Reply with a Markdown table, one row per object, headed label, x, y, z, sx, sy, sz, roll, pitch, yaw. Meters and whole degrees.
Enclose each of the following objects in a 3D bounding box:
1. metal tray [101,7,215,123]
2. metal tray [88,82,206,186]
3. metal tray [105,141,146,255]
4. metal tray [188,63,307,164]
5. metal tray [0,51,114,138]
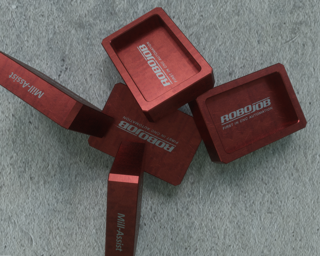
| label | x | y | z | sx | sy | sz | roll | pitch | yaw |
| --- | --- | --- | --- | --- | --- | --- | --- | --- | --- |
| metal tray | -0.005 | -0.081 | 0.379 | 0.090 | 0.030 | 0.130 | -31 | 61 | -1 |
| metal tray | -0.016 | 0.008 | 0.408 | 0.131 | 0.030 | 0.090 | 26 | 90 | -1 |
| metal tray | -0.039 | 0.091 | 0.359 | 0.030 | 0.090 | 0.129 | 6 | 111 | 0 |
| metal tray | 0.112 | -0.019 | 0.394 | 0.131 | 0.030 | 0.090 | -22 | 90 | -15 |
| metal tray | -0.127 | -0.038 | 0.362 | 0.130 | 0.090 | 0.030 | 31 | 90 | 16 |
